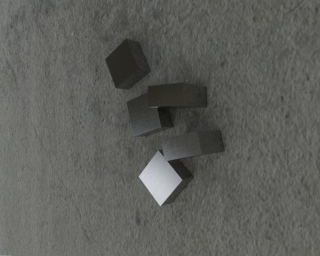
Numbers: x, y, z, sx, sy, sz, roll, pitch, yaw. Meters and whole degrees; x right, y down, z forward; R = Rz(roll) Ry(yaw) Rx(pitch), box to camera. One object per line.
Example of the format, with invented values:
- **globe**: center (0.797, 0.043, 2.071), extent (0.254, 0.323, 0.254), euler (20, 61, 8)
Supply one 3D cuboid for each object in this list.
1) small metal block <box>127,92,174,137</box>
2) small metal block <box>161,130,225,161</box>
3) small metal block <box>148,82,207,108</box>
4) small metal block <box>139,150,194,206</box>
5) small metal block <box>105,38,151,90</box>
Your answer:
- **small metal block**: center (-0.014, -0.019, 0.415), extent (0.050, 0.025, 0.050), euler (-20, 78, 38)
- **small metal block**: center (0.038, 0.020, 0.356), extent (0.050, 0.050, 0.025), euler (-16, 80, 38)
- **small metal block**: center (0.021, -0.037, 0.369), extent (0.050, 0.050, 0.025), euler (1, 91, 39)
- **small metal block**: center (0.007, 0.063, 0.397), extent (0.050, 0.025, 0.050), euler (50, 119, 28)
- **small metal block**: center (-0.046, -0.090, 0.441), extent (0.050, 0.025, 0.050), euler (-34, 70, 34)
